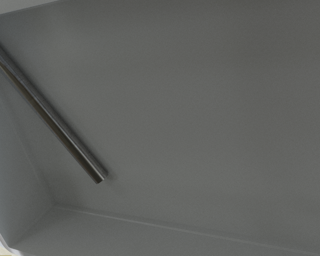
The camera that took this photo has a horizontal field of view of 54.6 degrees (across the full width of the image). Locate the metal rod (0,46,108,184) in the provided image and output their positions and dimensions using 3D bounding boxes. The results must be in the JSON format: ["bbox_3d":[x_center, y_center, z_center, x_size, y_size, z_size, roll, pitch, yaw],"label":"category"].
[{"bbox_3d":[-0.186,-0.032,0.487,0.025,0.025,0.300,-31,102,38],"label":"metal rod"}]
